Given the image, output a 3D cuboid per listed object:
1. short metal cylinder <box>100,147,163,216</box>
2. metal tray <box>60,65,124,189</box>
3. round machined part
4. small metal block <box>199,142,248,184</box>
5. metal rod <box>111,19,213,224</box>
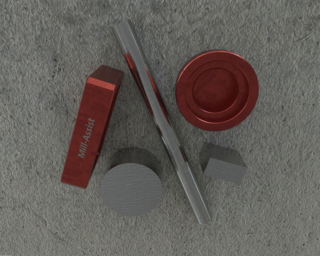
[{"bbox_3d":[-0.037,0.072,0.424,0.081,0.050,0.079,0,110,-1],"label":"short metal cylinder"},{"bbox_3d":[-0.080,-0.004,0.374,0.030,0.090,0.129,17,109,-7],"label":"metal tray"},{"bbox_3d":[0.067,-0.048,0.385,0.099,0.042,0.097,0,110,-1],"label":"round machined part"},{"bbox_3d":[0.082,0.046,0.413,0.050,0.050,0.025,16,109,-6],"label":"small metal block"},{"bbox_3d":[0.010,0.006,0.414,0.025,0.025,0.299,-21,109,7],"label":"metal rod"}]
